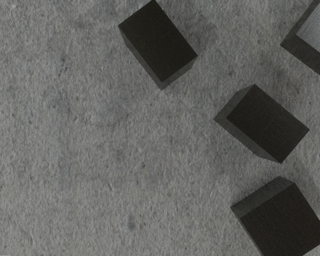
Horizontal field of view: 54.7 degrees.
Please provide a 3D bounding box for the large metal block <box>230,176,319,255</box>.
[{"bbox_3d":[0.152,0.121,0.400,0.080,0.050,0.080,-33,90,0],"label":"large metal block"}]

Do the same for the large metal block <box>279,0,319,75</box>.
[{"bbox_3d":[0.221,-0.121,0.400,0.080,0.050,0.080,37,90,-1],"label":"large metal block"}]

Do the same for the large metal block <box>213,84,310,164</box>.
[{"bbox_3d":[0.120,-0.005,0.384,0.080,0.080,0.050,40,90,-1],"label":"large metal block"}]

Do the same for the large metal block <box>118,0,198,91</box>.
[{"bbox_3d":[-0.002,-0.097,0.382,0.050,0.080,0.080,-37,90,0],"label":"large metal block"}]
